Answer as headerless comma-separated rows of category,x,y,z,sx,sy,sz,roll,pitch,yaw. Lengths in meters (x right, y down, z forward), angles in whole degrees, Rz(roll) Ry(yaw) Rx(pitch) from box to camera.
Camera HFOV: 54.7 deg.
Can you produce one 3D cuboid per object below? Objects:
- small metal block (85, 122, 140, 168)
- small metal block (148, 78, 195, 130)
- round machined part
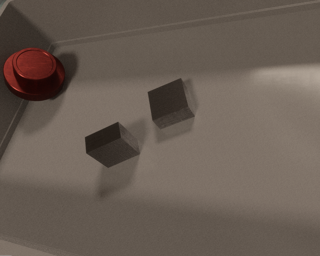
small metal block,-0.062,0.023,0.406,0.050,0.050,0.025,-24,53,13
small metal block,0.014,-0.032,0.417,0.050,0.025,0.050,-21,54,15
round machined part,-0.213,-0.098,0.529,0.099,0.042,0.098,10,59,-16
